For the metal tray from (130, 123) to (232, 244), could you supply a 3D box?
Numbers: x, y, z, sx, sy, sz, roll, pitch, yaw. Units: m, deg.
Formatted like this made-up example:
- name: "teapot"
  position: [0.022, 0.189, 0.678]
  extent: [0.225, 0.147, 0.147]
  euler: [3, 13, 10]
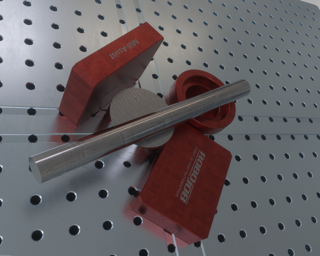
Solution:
- name: "metal tray"
  position: [0.032, 0.062, 0.384]
  extent: [0.090, 0.030, 0.130]
  euler: [33, 51, -7]

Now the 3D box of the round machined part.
- name: "round machined part"
  position: [0.057, -0.033, 0.448]
  extent: [0.099, 0.042, 0.098]
  euler: [14, 56, -21]

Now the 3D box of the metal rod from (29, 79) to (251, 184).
- name: "metal rod"
  position: [0.006, -0.011, 0.353]
  extent: [0.302, 0.025, 0.025]
  euler: [-23, 74, -36]

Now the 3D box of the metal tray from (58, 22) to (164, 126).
- name: "metal tray"
  position: [-0.057, -0.066, 0.376]
  extent: [0.030, 0.090, 0.131]
  euler: [43, 51, 1]

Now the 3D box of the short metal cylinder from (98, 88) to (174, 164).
- name: "short metal cylinder"
  position: [-0.029, -0.002, 0.378]
  extent: [0.081, 0.050, 0.080]
  euler: [14, 56, -21]
